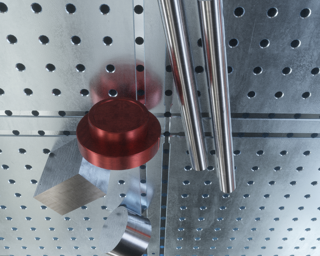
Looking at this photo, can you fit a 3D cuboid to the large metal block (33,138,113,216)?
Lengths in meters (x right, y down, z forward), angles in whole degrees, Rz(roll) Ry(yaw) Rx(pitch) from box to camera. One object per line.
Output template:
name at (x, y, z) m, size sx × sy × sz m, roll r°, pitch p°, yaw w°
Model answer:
large metal block at (-0.115, 0.061, 0.426) m, size 0.080 × 0.080 × 0.050 m, roll -28°, pitch 125°, yaw 21°

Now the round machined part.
round machined part at (-0.048, -0.001, 0.363) m, size 0.099 × 0.098 × 0.042 m, roll 2°, pitch 130°, yaw -3°

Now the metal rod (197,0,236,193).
metal rod at (0.078, -0.018, 0.397) m, size 0.025 × 0.025 × 0.298 m, roll -9°, pitch 130°, yaw 7°

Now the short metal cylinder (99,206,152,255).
short metal cylinder at (-0.060, 0.181, 0.529) m, size 0.050 × 0.080 × 0.080 m, roll 34°, pitch 122°, yaw -26°

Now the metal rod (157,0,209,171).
metal rod at (0.029, -0.057, 0.363) m, size 0.025 × 0.025 × 0.298 m, roll -9°, pitch 130°, yaw 7°
